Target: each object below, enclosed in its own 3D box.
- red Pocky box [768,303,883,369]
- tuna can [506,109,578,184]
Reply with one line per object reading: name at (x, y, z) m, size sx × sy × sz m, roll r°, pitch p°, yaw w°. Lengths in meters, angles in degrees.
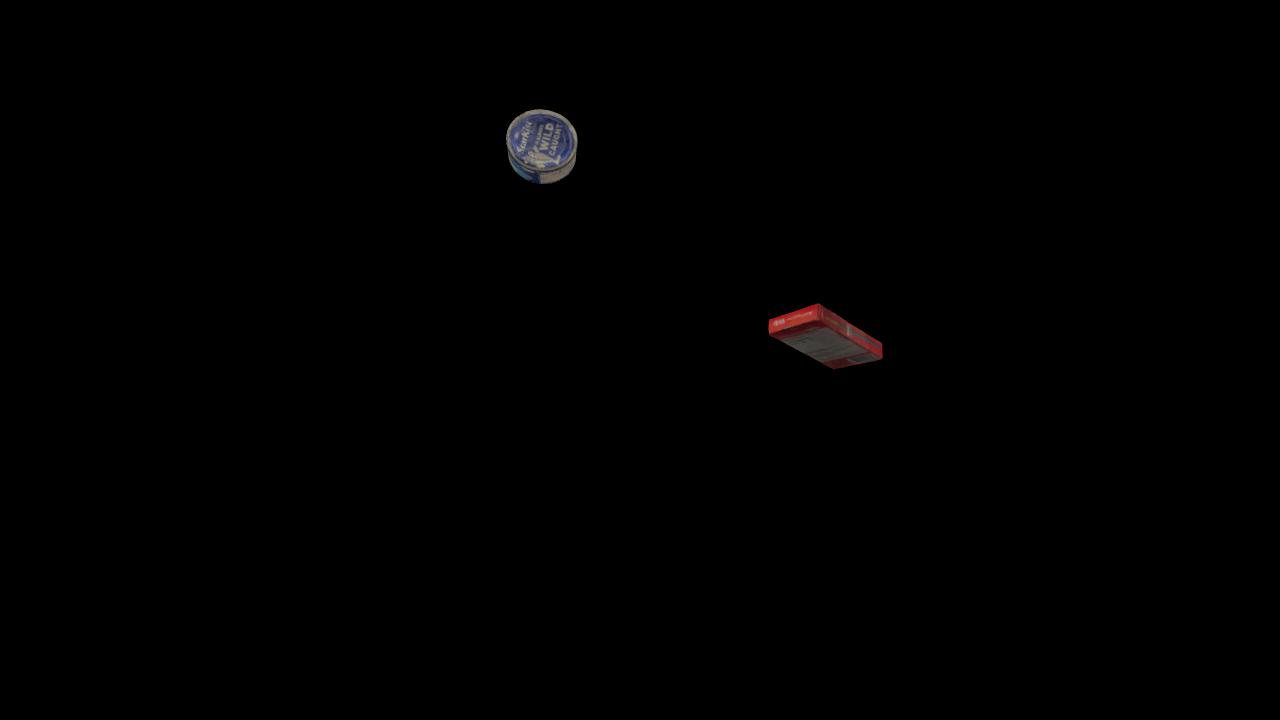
red Pocky box at (0.258, -0.029, 0.849) m, size 0.155 × 0.028 × 0.083 m, roll 23°, pitch -25°, yaw -34°
tuna can at (-0.118, -0.256, 0.740) m, size 0.084 × 0.084 × 0.034 m, roll 0°, pitch -16°, yaw -9°
